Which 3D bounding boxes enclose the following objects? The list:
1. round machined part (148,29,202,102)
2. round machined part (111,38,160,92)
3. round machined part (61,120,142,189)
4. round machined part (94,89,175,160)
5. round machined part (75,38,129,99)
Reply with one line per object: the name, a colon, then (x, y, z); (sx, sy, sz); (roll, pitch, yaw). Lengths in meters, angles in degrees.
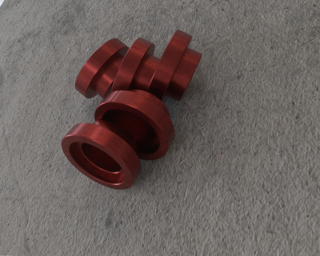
round machined part: (0.022, -0.074, 0.403); (0.042, 0.098, 0.098); (26, 72, 0)
round machined part: (-0.027, -0.070, 0.426); (0.042, 0.098, 0.098); (25, 72, 1)
round machined part: (-0.066, 0.028, 0.378); (0.098, 0.098, 0.042); (5, 47, 30)
round machined part: (-0.027, -0.008, 0.380); (0.098, 0.098, 0.042); (5, 46, 30)
round machined part: (-0.076, -0.081, 0.460); (0.042, 0.098, 0.098); (40, 83, 1)
